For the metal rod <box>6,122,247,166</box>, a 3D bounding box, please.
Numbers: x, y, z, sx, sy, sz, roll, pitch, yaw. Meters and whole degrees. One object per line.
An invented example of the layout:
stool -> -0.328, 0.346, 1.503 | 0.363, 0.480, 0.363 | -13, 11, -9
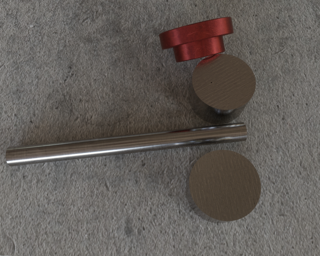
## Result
metal rod -> -0.040, 0.020, 0.400 | 0.302, 0.025, 0.025 | -6, 70, -3

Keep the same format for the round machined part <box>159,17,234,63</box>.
round machined part -> 0.051, -0.117, 0.422 | 0.099, 0.098, 0.042 | -14, 103, -6

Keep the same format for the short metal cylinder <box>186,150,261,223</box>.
short metal cylinder -> 0.073, 0.071, 0.370 | 0.081, 0.050, 0.080 | 0, 70, 0

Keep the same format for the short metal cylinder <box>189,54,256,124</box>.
short metal cylinder -> 0.081, -0.051, 0.415 | 0.081, 0.050, 0.080 | 0, 70, 0
